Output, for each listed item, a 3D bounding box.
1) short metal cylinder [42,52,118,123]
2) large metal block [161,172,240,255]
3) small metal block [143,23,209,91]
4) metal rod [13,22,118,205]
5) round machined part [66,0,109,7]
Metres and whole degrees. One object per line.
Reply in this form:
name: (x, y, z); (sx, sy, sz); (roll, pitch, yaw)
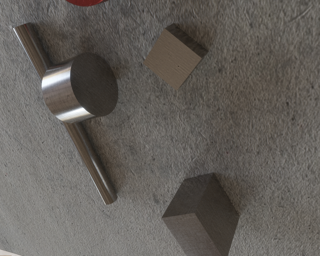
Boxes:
short metal cylinder: (-0.099, -0.049, 0.391); (0.050, 0.080, 0.080); (-11, 113, 32)
large metal block: (0.058, 0.119, 0.414); (0.050, 0.080, 0.080); (-21, 107, 35)
small metal block: (0.017, -0.079, 0.348); (0.050, 0.025, 0.050); (39, 129, 1)
metal rod: (-0.134, -0.008, 0.470); (0.025, 0.025, 0.298); (-8, 115, 31)
round machined part: (-0.075, -0.181, 0.322); (0.098, 0.042, 0.097); (13, 124, 20)
